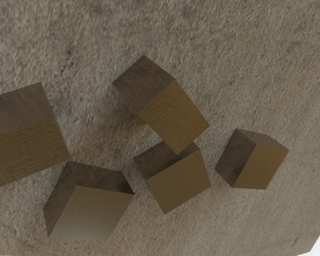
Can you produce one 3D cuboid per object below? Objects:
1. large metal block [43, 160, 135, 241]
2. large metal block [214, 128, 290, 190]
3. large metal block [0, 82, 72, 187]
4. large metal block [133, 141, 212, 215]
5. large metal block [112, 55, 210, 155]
[{"bbox_3d":[-0.093,0.096,0.401,0.080,0.050,0.080,19,108,-36],"label":"large metal block"},{"bbox_3d":[0.149,0.052,0.507,0.081,0.050,0.079,10,113,-33],"label":"large metal block"},{"bbox_3d":[-0.140,0.005,0.298,0.081,0.080,0.050,-22,127,-16],"label":"large metal block"},{"bbox_3d":[0.019,0.064,0.442,0.080,0.050,0.080,-29,129,-10],"label":"large metal block"},{"bbox_3d":[0.000,-0.028,0.356,0.050,0.080,0.080,-42,130,0],"label":"large metal block"}]
